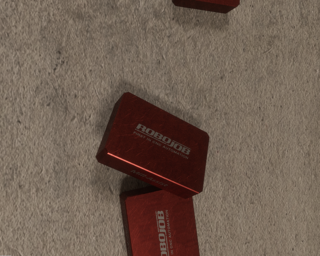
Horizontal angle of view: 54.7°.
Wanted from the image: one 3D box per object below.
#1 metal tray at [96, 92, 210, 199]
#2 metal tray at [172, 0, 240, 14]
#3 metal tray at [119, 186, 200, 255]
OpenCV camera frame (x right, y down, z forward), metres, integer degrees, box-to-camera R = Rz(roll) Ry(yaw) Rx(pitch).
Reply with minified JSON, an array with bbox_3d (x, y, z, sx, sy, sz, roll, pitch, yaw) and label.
[{"bbox_3d":[-0.003,0.023,0.386,0.131,0.030,0.090,27,53,-18],"label":"metal tray"},{"bbox_3d":[0.065,-0.234,0.431,0.091,0.030,0.129,0,90,-21],"label":"metal tray"},{"bbox_3d":[0.002,0.142,0.408,0.091,0.030,0.129,-8,93,-20],"label":"metal tray"}]
